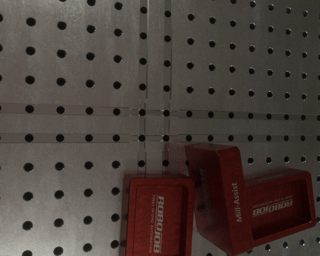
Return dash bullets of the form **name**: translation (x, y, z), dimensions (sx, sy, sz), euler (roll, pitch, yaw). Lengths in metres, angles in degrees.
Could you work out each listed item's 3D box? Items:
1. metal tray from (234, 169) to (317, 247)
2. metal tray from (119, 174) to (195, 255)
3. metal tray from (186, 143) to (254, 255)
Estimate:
- **metal tray**: translation (0.176, 0.120, 0.477), dimensions (0.131, 0.030, 0.089), euler (-9, 93, -20)
- **metal tray**: translation (-0.003, 0.128, 0.409), dimensions (0.091, 0.030, 0.129), euler (4, 89, -20)
- **metal tray**: translation (0.075, 0.088, 0.407), dimensions (0.030, 0.090, 0.129), euler (-10, 94, -20)
